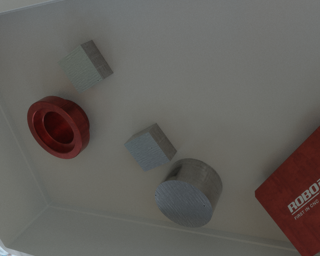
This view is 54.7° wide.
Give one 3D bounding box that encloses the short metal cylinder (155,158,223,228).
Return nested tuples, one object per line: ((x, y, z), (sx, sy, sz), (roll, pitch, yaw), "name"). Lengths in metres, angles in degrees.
((0.040, 0.089, 0.425), (0.080, 0.050, 0.079), (13, 124, 20), "short metal cylinder")

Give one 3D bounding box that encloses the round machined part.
((-0.147, -0.005, 0.470), (0.098, 0.042, 0.097), (13, 124, 20), "round machined part")

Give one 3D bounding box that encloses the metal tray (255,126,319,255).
((0.171, 0.066, 0.328), (0.090, 0.030, 0.129), (55, 136, 30), "metal tray")

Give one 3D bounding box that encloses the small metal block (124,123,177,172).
((-0.013, 0.028, 0.432), (0.050, 0.025, 0.050), (-28, 104, 37), "small metal block")

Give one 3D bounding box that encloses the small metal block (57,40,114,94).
((-0.098, -0.080, 0.409), (0.050, 0.025, 0.050), (-22, 107, 36), "small metal block")
